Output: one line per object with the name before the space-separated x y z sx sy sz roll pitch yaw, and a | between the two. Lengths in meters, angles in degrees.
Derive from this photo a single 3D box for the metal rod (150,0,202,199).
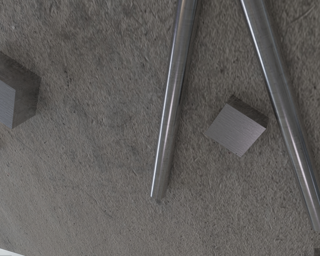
metal rod | 0.014 -0.023 0.385 0.025 0.025 0.298 20 126 16

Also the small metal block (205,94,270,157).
small metal block | 0.089 -0.002 0.359 0.050 0.025 0.050 34 129 5

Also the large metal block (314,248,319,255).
large metal block | 0.226 0.210 0.382 0.050 0.080 0.080 -11 113 33

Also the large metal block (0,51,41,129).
large metal block | -0.239 -0.059 0.480 0.080 0.050 0.079 33 129 6

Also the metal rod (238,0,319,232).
metal rod | 0.136 -0.012 0.327 0.025 0.025 0.299 -12 112 33
